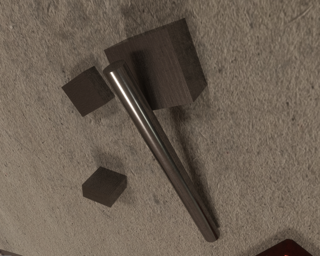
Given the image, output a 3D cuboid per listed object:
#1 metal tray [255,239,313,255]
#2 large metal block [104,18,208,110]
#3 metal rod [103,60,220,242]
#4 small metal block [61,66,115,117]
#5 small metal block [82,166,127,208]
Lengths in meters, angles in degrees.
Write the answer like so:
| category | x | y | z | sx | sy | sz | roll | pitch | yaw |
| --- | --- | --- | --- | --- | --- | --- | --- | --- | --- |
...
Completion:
| category | x | y | z | sx | sy | sz | roll | pitch | yaw |
| --- | --- | --- | --- | --- | --- | --- | --- | --- | --- |
| metal tray | 0.175 | 0.223 | 0.448 | 0.090 | 0.030 | 0.129 | 39 | 129 | 1 |
| large metal block | -0.003 | -0.067 | 0.349 | 0.080 | 0.050 | 0.080 | -9 | 114 | 32 |
| metal rod | 0.016 | 0.050 | 0.386 | 0.025 | 0.025 | 0.299 | -7 | 128 | 31 |
| small metal block | -0.099 | -0.050 | 0.426 | 0.050 | 0.025 | 0.050 | -24 | 106 | 36 |
| small metal block | -0.087 | 0.092 | 0.492 | 0.050 | 0.050 | 0.025 | 17 | 125 | 18 |
